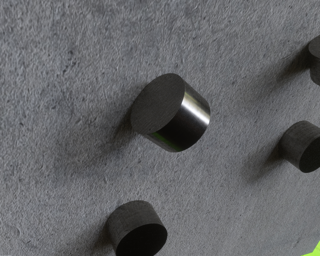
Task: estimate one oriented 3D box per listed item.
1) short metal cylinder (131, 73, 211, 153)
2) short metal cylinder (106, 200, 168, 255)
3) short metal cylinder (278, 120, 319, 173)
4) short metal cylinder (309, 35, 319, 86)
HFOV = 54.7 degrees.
[{"bbox_3d":[0.012,-0.017,0.367,0.080,0.080,0.050,-49,129,7],"label":"short metal cylinder"},{"bbox_3d":[-0.036,0.157,0.468,0.081,0.050,0.079,-14,124,-21],"label":"short metal cylinder"},{"bbox_3d":[0.261,0.033,0.553,0.081,0.050,0.079,-14,124,-21],"label":"short metal cylinder"},{"bbox_3d":[0.262,-0.102,0.451,0.080,0.080,0.050,-32,129,-8],"label":"short metal cylinder"}]
